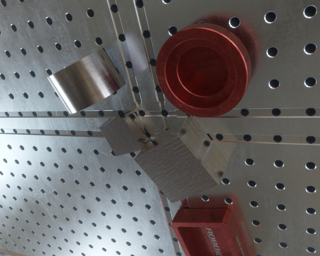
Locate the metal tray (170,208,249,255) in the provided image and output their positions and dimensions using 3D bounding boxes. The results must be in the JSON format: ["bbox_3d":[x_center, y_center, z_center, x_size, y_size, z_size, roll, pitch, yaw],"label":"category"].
[{"bbox_3d":[0.082,0.184,0.477,0.090,0.030,0.129,-11,113,32],"label":"metal tray"}]

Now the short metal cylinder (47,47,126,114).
[{"bbox_3d":[-0.090,-0.059,0.385,0.080,0.080,0.050,-17,110,34],"label":"short metal cylinder"}]

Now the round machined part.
[{"bbox_3d":[0.049,-0.064,0.334,0.098,0.042,0.097,13,124,20],"label":"round machined part"}]

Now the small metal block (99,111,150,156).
[{"bbox_3d":[-0.050,0.009,0.441,0.050,0.025,0.050,-17,110,34],"label":"small metal block"}]

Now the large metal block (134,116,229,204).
[{"bbox_3d":[0.028,0.042,0.405,0.080,0.050,0.080,-33,100,38],"label":"large metal block"}]
